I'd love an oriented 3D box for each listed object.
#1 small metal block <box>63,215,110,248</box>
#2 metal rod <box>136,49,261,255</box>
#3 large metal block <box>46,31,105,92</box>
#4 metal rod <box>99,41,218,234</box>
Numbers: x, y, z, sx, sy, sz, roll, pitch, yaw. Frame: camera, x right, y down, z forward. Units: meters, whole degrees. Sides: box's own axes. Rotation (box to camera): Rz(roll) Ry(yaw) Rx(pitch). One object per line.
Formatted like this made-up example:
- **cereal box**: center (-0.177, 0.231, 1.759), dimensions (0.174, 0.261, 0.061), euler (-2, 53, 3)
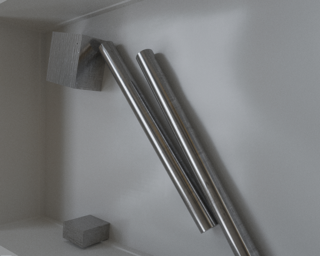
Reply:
- **small metal block**: center (-0.115, 0.159, 0.482), dimensions (0.050, 0.050, 0.025), euler (6, 94, 39)
- **metal rod**: center (0.040, 0.027, 0.371), dimensions (0.025, 0.025, 0.299), euler (-39, 66, 33)
- **large metal block**: center (-0.134, -0.107, 0.498), dimensions (0.080, 0.050, 0.079), euler (18, 101, 38)
- **metal rod**: center (-0.012, -0.004, 0.414), dimensions (0.025, 0.025, 0.299), euler (-44, 64, 31)
